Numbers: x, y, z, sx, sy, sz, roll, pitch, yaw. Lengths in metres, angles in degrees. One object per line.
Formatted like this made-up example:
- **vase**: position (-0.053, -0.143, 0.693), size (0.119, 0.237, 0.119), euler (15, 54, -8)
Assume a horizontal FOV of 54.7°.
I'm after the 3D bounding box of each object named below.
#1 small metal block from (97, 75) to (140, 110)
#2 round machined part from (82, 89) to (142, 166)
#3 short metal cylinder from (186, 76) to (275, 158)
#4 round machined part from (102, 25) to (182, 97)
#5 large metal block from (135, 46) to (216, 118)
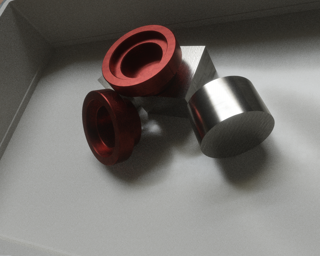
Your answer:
- **small metal block**: position (-0.056, -0.053, 0.450), size (0.025, 0.050, 0.050), euler (-46, 51, -3)
- **round machined part**: position (-0.060, -0.003, 0.404), size (0.042, 0.097, 0.098), euler (-15, 40, -36)
- **short metal cylinder**: position (0.075, -0.010, 0.337), size (0.080, 0.080, 0.050), euler (-26, 53, 12)
- **round machined part**: position (-0.019, -0.077, 0.385), size (0.098, 0.042, 0.098), euler (-12, 55, 19)
- **large metal block**: position (0.020, -0.062, 0.416), size (0.080, 0.050, 0.080), euler (9, 66, 31)
